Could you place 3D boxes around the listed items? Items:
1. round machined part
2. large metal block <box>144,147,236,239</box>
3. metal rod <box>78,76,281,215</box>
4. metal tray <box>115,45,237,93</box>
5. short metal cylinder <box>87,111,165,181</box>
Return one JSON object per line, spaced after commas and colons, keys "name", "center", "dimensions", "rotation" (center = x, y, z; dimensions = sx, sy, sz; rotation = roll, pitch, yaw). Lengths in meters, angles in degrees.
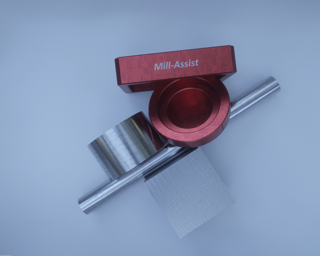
{"name": "round machined part", "center": [0.039, -0.020, 0.388], "dimensions": [0.098, 0.042, 0.098], "rotation": [-6, 64, 13]}
{"name": "large metal block", "center": [0.036, 0.078, 0.397], "dimensions": [0.080, 0.050, 0.080], "rotation": [-33, 90, 0]}
{"name": "metal rod", "center": [0.026, 0.022, 0.410], "dimensions": [0.301, 0.025, 0.025], "rotation": [-33, 90, -1]}
{"name": "metal tray", "center": [0.017, -0.068, 0.377], "dimensions": [0.131, 0.090, 0.030], "rotation": [-6, 90, -1]}
{"name": "short metal cylinder", "center": [-0.041, 0.022, 0.382], "dimensions": [0.080, 0.080, 0.050], "rotation": [-33, 90, 0]}
